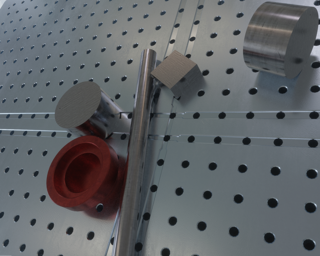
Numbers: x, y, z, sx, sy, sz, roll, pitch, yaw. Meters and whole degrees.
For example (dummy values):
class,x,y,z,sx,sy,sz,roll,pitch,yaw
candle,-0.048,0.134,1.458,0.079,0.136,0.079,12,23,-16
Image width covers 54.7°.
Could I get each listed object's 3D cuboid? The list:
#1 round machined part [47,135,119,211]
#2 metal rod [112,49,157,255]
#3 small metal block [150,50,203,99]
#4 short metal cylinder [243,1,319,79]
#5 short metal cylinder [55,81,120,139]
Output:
class,x,y,z,sx,sy,sz,roll,pitch,yaw
round machined part,-0.097,0.062,0.410,0.098,0.042,0.098,-13,56,21
metal rod,-0.029,0.014,0.414,0.025,0.025,0.299,-9,58,23
small metal block,0.023,-0.077,0.444,0.050,0.025,0.050,-44,51,-2
short metal cylinder,0.141,-0.103,0.362,0.050,0.080,0.080,27,76,37
short metal cylinder,-0.108,-0.023,0.463,0.080,0.050,0.080,-13,56,21
